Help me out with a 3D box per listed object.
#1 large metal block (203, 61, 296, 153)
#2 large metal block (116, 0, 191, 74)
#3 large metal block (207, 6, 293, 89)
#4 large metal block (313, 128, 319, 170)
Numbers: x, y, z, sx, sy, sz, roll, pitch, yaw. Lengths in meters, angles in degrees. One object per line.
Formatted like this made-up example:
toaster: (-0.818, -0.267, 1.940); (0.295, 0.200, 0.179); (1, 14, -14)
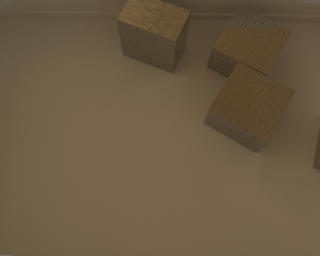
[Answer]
large metal block: (0.115, -0.027, 0.408); (0.080, 0.050, 0.080); (31, 73, 10)
large metal block: (-0.008, -0.129, 0.428); (0.080, 0.080, 0.050); (22, 72, 7)
large metal block: (0.124, -0.110, 0.438); (0.080, 0.050, 0.080); (30, 73, 10)
large metal block: (0.238, 0.011, 0.379); (0.050, 0.080, 0.080); (18, 71, 6)
